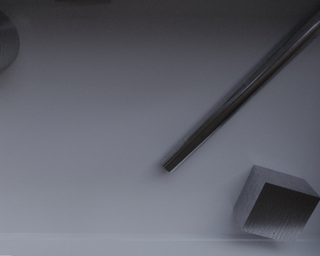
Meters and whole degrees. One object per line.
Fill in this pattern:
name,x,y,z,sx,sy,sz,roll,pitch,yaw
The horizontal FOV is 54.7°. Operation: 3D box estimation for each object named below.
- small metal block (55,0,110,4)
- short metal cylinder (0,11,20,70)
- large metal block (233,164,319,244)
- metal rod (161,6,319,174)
small metal block,-0.084,-0.151,0.341,0.050,0.050,0.025,1,110,-1
short metal cylinder,-0.214,-0.101,0.358,0.081,0.050,0.079,0,110,-1
large metal block,0.162,0.108,0.440,0.080,0.050,0.079,17,109,-7
metal rod,0.112,-0.049,0.394,0.025,0.025,0.299,41,105,-14
